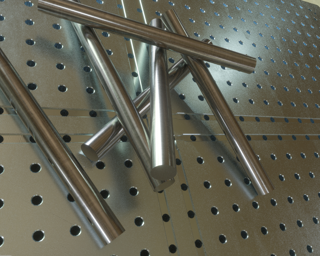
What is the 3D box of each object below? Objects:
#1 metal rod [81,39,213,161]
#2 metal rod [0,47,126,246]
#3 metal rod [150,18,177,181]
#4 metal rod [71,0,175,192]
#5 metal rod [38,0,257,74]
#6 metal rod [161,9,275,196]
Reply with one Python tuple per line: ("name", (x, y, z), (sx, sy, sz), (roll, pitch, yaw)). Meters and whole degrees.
("metal rod", (0.001, -0.058, 0.443), (0.025, 0.025, 0.301), (42, 51, 1))
("metal rod", (-0.134, -0.006, 0.339), (0.025, 0.025, 0.300), (-30, 78, -37))
("metal rod", (-0.001, -0.063, 0.402), (0.025, 0.025, 0.300), (17, 42, -18))
("metal rod", (-0.061, -0.059, 0.385), (0.025, 0.025, 0.299), (-12, 60, -33))
("metal rod", (-0.007, -0.126, 0.424), (0.302, 0.025, 0.025), (13, 56, -13))
("metal rod", (0.081, -0.042, 0.454), (0.025, 0.025, 0.299), (-22, 80, -36))
